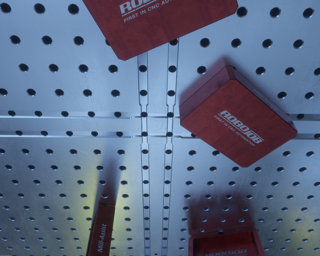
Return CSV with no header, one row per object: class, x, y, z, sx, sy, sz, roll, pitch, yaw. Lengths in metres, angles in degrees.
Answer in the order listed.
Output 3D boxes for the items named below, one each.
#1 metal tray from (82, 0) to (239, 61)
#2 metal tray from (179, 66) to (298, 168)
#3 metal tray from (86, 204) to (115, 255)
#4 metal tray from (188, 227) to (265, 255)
metal tray,-0.002,-0.130,0.297,0.130,0.030,0.090,-20,128,16
metal tray,0.101,-0.009,0.402,0.130,0.030,0.090,33,123,-25
metal tray,-0.105,0.205,0.516,0.030,0.130,0.089,13,129,-11
metal tray,0.118,0.226,0.559,0.130,0.090,0.030,-11,104,9
